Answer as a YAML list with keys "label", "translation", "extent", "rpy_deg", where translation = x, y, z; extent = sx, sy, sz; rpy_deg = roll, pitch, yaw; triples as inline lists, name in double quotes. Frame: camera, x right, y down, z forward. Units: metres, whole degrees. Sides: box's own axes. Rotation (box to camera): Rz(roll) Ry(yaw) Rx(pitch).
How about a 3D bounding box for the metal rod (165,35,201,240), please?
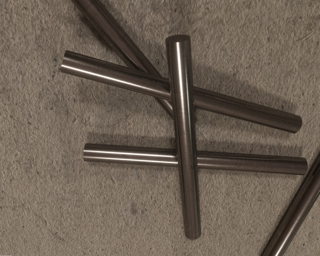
- label: "metal rod"
  translation: [0.034, 0.035, 0.389]
  extent: [0.025, 0.025, 0.298]
  rpy_deg: [-6, 123, 2]

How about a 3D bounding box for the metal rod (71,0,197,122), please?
- label: "metal rod"
  translation: [-0.056, -0.113, 0.367]
  extent: [0.025, 0.025, 0.300]
  rpy_deg: [-38, 106, 12]

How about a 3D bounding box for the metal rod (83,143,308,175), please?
- label: "metal rod"
  translation: [0.049, 0.043, 0.426]
  extent: [0.302, 0.025, 0.025]
  rpy_deg: [4, 110, -2]

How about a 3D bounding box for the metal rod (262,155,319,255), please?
- label: "metal rod"
  translation: [0.218, 0.087, 0.445]
  extent: [0.025, 0.025, 0.298]
  rpy_deg: [18, 109, -7]

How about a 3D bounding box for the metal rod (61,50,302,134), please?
- label: "metal rod"
  translation: [0.038, -0.039, 0.374]
  extent: [0.302, 0.025, 0.025]
  rpy_deg: [13, 110, -14]
